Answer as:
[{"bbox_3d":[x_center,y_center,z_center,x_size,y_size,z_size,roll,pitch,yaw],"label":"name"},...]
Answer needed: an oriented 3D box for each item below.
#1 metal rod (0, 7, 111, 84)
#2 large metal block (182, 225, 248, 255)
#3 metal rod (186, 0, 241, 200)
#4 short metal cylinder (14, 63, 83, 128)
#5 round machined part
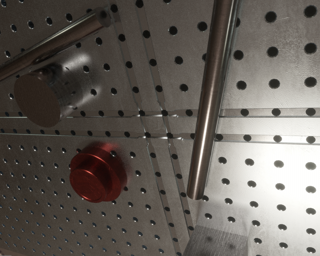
[{"bbox_3d":[-0.188,-0.100,0.445,0.300,0.025,0.025,-14,111,33],"label":"metal rod"},{"bbox_3d":[0.080,0.198,0.455,0.080,0.080,0.050,6,121,25],"label":"large metal block"},{"bbox_3d":[0.059,-0.031,0.360,0.025,0.025,0.298,16,125,18],"label":"metal rod"},{"bbox_3d":[-0.160,-0.047,0.448,0.080,0.050,0.079,13,124,20],"label":"short metal cylinder"},{"bbox_3d":[-0.107,0.083,0.506,0.098,0.042,0.097,13,124,20],"label":"round machined part"}]
